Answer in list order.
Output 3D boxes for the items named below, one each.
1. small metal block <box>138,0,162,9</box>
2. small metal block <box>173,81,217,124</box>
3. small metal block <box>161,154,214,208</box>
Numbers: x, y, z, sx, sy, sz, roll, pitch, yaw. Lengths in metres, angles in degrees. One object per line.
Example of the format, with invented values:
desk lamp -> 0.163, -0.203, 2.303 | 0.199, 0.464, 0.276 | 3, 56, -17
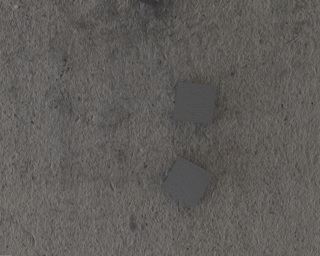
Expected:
small metal block -> -0.014, -0.185, 0.385 | 0.050, 0.025, 0.050 | 24, 90, -1
small metal block -> 0.045, -0.032, 0.410 | 0.050, 0.025, 0.050 | 7, 90, 0
small metal block -> 0.035, 0.069, 0.410 | 0.050, 0.025, 0.050 | 29, 90, 0
